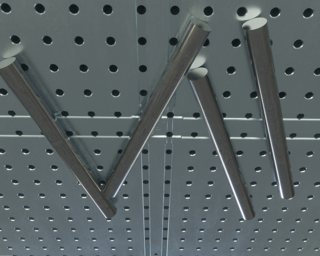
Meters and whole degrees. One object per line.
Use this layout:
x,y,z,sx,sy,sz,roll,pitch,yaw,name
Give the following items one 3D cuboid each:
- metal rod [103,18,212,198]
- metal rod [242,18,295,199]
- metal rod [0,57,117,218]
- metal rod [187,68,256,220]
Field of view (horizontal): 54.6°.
-0.018,-0.003,0.408,0.025,0.025,0.298,19,128,-15,metal rod
0.151,-0.002,0.411,0.025,0.025,0.299,-16,129,13,metal rod
-0.130,0.036,0.440,0.025,0.025,0.299,-13,129,11,metal rod
0.098,0.043,0.448,0.025,0.025,0.299,-17,128,14,metal rod
